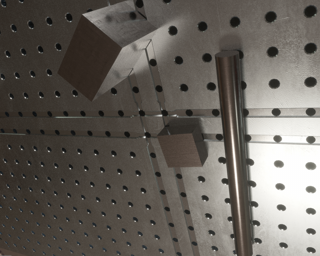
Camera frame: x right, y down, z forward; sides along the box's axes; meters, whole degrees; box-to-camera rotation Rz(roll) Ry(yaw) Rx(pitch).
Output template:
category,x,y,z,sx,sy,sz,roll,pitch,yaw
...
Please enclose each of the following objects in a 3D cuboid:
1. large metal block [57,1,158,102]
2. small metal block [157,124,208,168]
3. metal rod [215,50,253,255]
category,x,y,z,sx,sy,sz,roll,pitch,yaw
large metal block,-0.059,-0.088,0.351,0.050,0.080,0.080,40,129,0
small metal block,0.030,0.024,0.409,0.050,0.025,0.050,-6,116,30
metal rod,0.097,0.053,0.391,0.025,0.025,0.298,3,120,26
